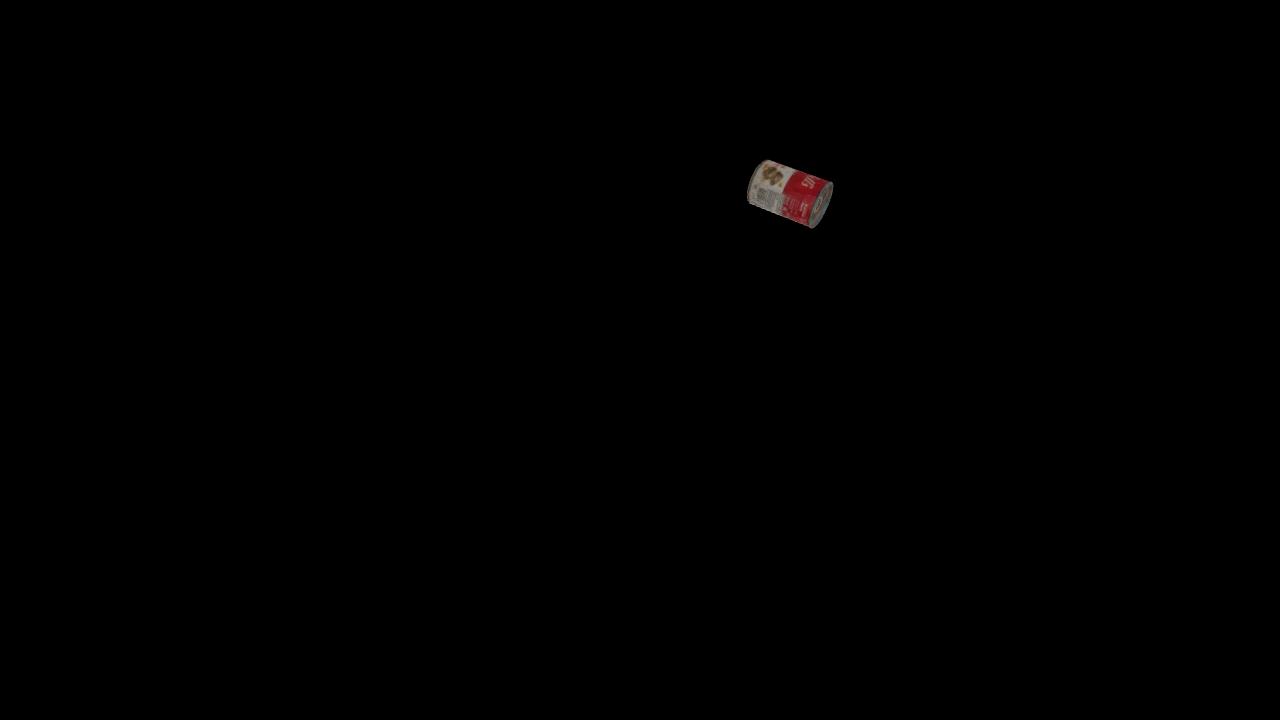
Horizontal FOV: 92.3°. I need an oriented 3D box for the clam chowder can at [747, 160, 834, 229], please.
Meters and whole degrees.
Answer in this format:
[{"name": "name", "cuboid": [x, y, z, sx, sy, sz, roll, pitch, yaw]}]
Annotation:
[{"name": "clam chowder can", "cuboid": [0.212, -0.237, 0.874, 0.102, 0.068, 0.068, 28, 12, 23]}]
